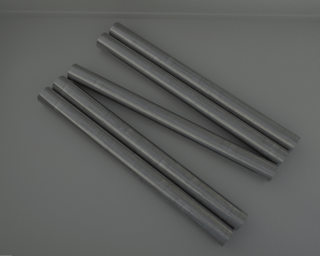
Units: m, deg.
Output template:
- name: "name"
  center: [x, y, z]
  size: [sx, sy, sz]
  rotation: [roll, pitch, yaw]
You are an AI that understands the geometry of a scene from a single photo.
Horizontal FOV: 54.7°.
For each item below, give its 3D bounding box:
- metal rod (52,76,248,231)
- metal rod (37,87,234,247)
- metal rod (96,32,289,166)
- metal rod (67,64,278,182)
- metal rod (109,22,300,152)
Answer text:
- name: "metal rod"
  center: [-0.021, 0.025, 0.399]
  size: [0.300, 0.025, 0.025]
  rotation: [36, 74, 12]
- name: "metal rod"
  center: [-0.039, 0.041, 0.393]
  size: [0.300, 0.025, 0.025]
  rotation: [36, 74, 12]
- name: "metal rod"
  center: [0.036, -0.045, 0.425]
  size: [0.300, 0.025, 0.025]
  rotation: [35, 74, 12]
- name: "metal rod"
  center: [0.009, -0.011, 0.412]
  size: [0.301, 0.025, 0.025]
  rotation: [27, 72, 9]
- name: "metal rod"
  center: [0.053, -0.062, 0.431]
  size: [0.300, 0.025, 0.025]
  rotation: [35, 74, 12]
